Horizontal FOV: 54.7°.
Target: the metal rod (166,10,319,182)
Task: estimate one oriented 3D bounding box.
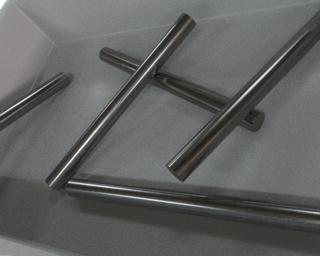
[{"bbox_3d":[0.120,-0.055,0.350,0.301,0.025,0.025,-44,51,-13],"label":"metal rod"}]

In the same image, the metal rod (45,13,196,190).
[{"bbox_3d":[-0.055,-0.035,0.433,0.300,0.025,0.025,-50,51,1],"label":"metal rod"}]

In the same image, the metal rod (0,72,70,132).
[{"bbox_3d":[-0.256,0.000,0.466,0.025,0.025,0.301,16,47,34],"label":"metal rod"}]

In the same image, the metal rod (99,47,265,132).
[{"bbox_3d":[0.009,-0.067,0.441,0.300,0.025,0.025,30,79,37],"label":"metal rod"}]

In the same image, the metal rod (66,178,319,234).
[{"bbox_3d":[0.016,0.082,0.347,0.300,0.025,0.025,1,62,28],"label":"metal rod"}]
